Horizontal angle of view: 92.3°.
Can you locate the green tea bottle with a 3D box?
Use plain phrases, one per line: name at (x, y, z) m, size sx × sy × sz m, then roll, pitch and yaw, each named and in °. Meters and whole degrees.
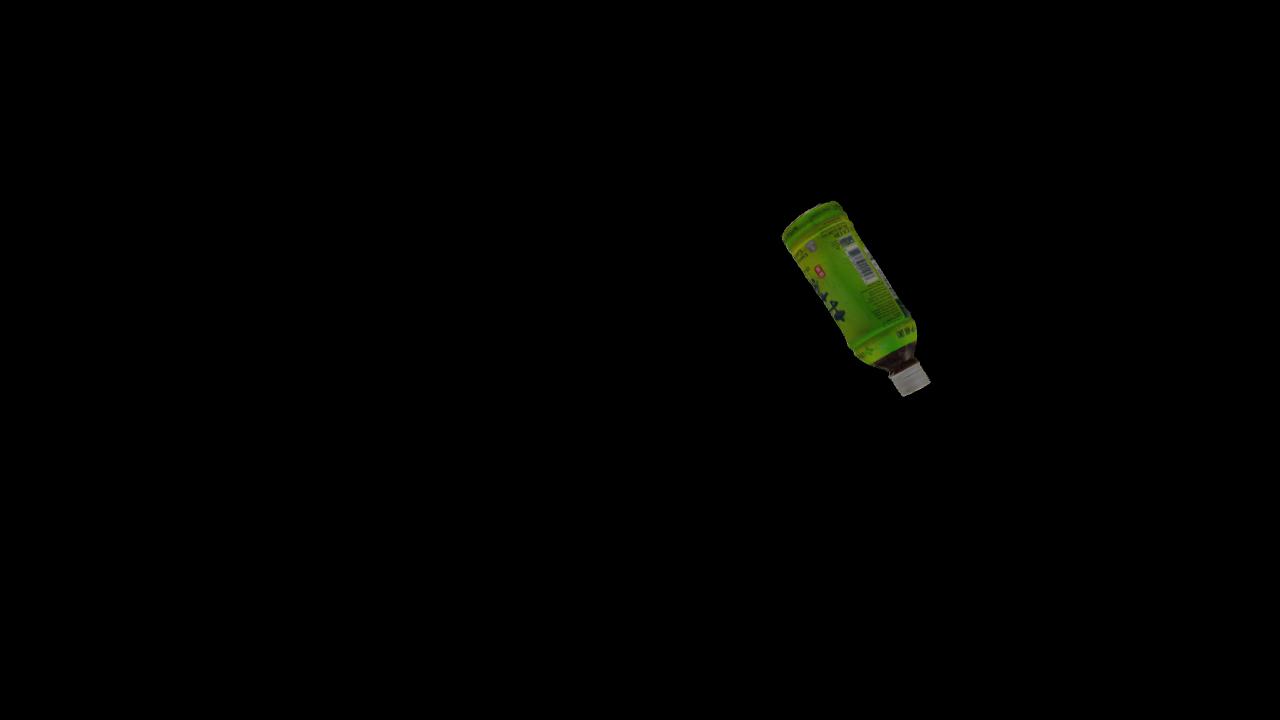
green tea bottle at (0.228, -0.061, 0.635) m, size 0.073 × 0.212 × 0.073 m, roll -26°, pitch -14°, yaw -7°
